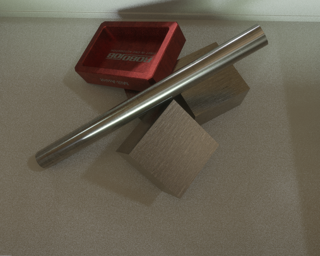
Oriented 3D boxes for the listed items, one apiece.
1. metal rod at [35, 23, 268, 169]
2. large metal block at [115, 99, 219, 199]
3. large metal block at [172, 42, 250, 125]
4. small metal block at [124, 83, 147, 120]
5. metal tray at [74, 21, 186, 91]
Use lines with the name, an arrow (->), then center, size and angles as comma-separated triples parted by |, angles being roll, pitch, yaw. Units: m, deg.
metal rod -> -0.021, -0.029, 0.360 | 0.300, 0.025, 0.025 | -28, 71, 14
large metal block -> 0.009, 0.024, 0.370 | 0.080, 0.050, 0.080 | 44, 73, -18
large metal block -> 0.059, -0.056, 0.418 | 0.080, 0.050, 0.080 | -27, 73, -10
small metal block -> -0.016, -0.046, 0.412 | 0.050, 0.025, 0.050 | -30, 58, 14
metal tray -> -0.041, -0.098, 0.413 | 0.130, 0.030, 0.090 | 13, 68, 32
